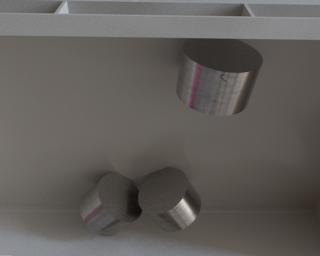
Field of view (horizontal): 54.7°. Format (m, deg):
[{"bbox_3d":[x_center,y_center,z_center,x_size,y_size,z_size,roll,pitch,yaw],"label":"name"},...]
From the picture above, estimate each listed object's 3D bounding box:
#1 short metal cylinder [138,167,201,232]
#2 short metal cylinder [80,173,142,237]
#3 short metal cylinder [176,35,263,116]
[{"bbox_3d":[0.015,0.106,0.463,0.080,0.080,0.050,-21,127,17],"label":"short metal cylinder"},{"bbox_3d":[-0.073,0.116,0.471,0.080,0.080,0.050,32,123,-25],"label":"short metal cylinder"},{"bbox_3d":[0.060,-0.057,0.325,0.081,0.080,0.050,5,130,-4],"label":"short metal cylinder"}]
